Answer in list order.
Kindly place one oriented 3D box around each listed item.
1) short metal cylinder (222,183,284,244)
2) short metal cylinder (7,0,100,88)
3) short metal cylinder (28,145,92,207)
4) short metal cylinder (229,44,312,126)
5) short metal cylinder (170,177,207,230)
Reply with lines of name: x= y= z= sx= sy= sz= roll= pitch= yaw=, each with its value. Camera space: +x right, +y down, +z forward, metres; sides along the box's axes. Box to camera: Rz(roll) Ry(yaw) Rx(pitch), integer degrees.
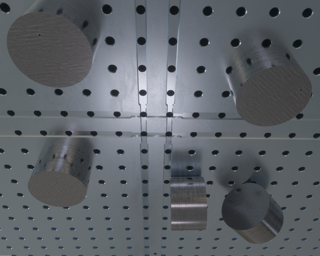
short metal cylinder: x=0.146 y=0.135 z=0.492 sx=0.080 sy=0.080 sz=0.050 roll=-31 pitch=124 yaw=23
short metal cylinder: x=-0.106 y=-0.089 z=0.318 sx=0.081 sy=0.050 sz=0.079 roll=0 pitch=130 yaw=0
short metal cylinder: x=-0.144 y=0.071 z=0.454 sx=0.081 sy=0.050 sz=0.079 roll=0 pitch=130 yaw=0
short metal cylinder: x=0.123 y=-0.048 z=0.355 sx=0.081 sy=0.050 sz=0.079 roll=0 pitch=130 yaw=0
short metal cylinder: x=0.041 y=0.115 z=0.473 sx=0.050 sy=0.080 sz=0.079 roll=-1 pitch=130 yaw=1
